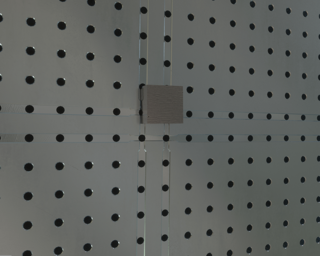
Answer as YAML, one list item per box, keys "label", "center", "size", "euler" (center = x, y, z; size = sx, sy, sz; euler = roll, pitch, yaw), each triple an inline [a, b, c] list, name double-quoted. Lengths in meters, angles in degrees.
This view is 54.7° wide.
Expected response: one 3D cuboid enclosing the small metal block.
- label: "small metal block"
  center: [0.003, -0.031, 0.415]
  size: [0.050, 0.025, 0.050]
  euler: [-1, 90, -21]
